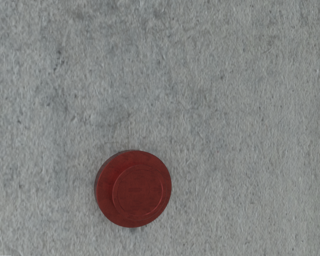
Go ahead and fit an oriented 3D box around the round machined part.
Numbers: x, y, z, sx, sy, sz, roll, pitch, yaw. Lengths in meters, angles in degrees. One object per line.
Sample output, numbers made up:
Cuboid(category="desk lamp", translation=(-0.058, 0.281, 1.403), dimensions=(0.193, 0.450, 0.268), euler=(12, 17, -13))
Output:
Cuboid(category="round machined part", translation=(-0.030, 0.077, 0.390), dimensions=(0.099, 0.042, 0.097), euler=(0, 90, -21))
